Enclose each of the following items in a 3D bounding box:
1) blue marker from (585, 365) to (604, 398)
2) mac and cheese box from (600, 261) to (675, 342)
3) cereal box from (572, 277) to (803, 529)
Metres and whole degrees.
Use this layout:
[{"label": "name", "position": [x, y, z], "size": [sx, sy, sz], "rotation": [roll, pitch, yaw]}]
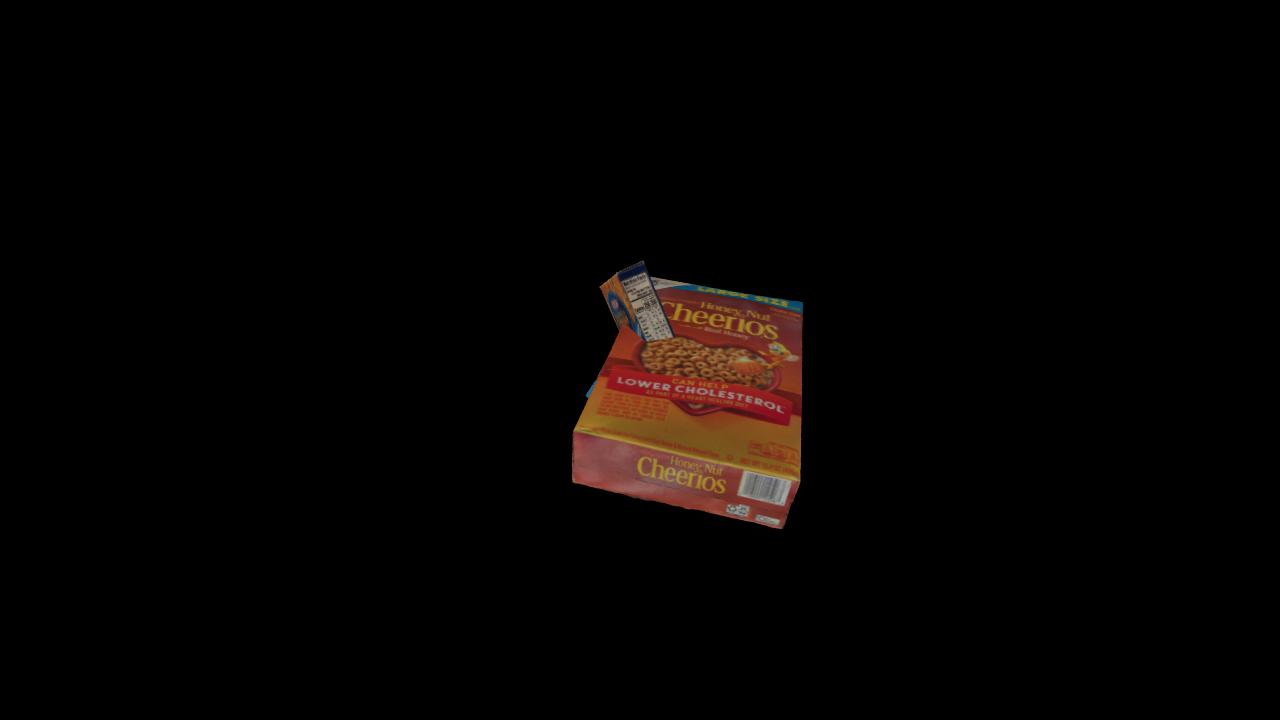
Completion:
[{"label": "blue marker", "position": [-0.027, -0.002, 0.696], "size": [0.020, 0.121, 0.020], "rotation": [29, -9, 5]}, {"label": "mac and cheese box", "position": [0.014, -0.012, 0.692], "size": [0.041, 0.184, 0.093], "rotation": [-25, 3, -13]}, {"label": "cereal box", "position": [0.067, 0.021, 0.660], "size": [0.203, 0.081, 0.306], "rotation": [12, 37, 8]}]
